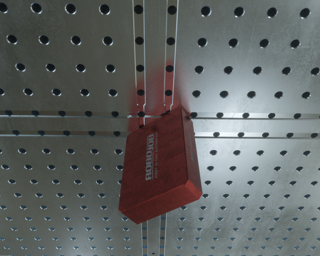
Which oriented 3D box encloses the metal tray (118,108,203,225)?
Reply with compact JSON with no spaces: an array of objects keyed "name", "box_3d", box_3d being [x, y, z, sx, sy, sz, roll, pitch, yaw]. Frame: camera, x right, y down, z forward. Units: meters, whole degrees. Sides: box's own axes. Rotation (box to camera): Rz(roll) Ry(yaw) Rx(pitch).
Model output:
[{"name":"metal tray","box_3d":[-0.001,0.041,0.378,0.090,0.130,0.030,-28,125,21]}]
